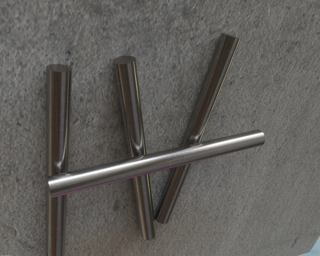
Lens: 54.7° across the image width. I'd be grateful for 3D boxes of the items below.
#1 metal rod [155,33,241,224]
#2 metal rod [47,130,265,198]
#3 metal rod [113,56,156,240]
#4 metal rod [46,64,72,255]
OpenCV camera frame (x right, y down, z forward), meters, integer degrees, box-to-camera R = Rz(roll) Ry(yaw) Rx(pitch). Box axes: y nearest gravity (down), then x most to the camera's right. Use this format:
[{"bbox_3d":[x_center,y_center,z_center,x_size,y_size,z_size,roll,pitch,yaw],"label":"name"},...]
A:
[{"bbox_3d":[0.046,0.016,0.443,0.025,0.025,0.298,4,117,-31],"label":"metal rod"},{"bbox_3d":[0.013,0.040,0.406,0.303,0.025,0.025,-11,123,-23],"label":"metal rod"},{"bbox_3d":[-0.029,0.049,0.422,0.025,0.025,0.298,-18,126,-19],"label":"metal rod"},{"bbox_3d":[-0.127,0.070,0.381,0.025,0.025,0.298,-4,120,-27],"label":"metal rod"}]
